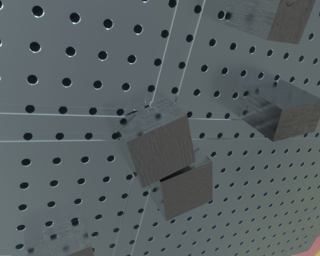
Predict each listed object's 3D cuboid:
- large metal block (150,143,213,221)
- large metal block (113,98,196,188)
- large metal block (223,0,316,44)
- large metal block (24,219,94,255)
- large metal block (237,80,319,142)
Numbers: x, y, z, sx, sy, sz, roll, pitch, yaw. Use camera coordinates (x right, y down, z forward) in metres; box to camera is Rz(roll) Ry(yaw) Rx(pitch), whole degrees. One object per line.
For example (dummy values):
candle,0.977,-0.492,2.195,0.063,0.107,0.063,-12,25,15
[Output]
large metal block,0.031,0.080,0.463,0.081,0.050,0.079,-19,126,-18
large metal block,-0.006,0.019,0.406,0.081,0.050,0.080,-24,128,-14
large metal block,0.127,-0.148,0.355,0.050,0.080,0.079,-3,120,-28
large metal block,-0.136,0.189,0.438,0.081,0.050,0.079,-16,125,-20
large metal block,0.175,-0.028,0.457,0.081,0.080,0.050,-11,123,-23
